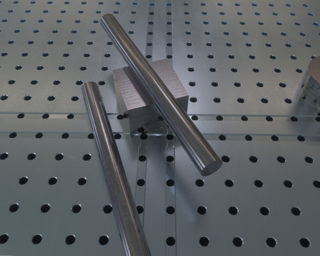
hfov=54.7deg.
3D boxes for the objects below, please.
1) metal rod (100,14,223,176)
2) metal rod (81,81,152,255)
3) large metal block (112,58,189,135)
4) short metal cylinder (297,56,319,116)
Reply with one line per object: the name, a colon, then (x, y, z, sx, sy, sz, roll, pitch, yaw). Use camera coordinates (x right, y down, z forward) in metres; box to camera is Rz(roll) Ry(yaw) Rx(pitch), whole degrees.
metal rod: (-0.015, -0.063, 0.395, 0.025, 0.025, 0.300, -21, 53, -17)
metal rod: (-0.055, 0.050, 0.365, 0.025, 0.025, 0.300, -15, 52, -12)
large metal block: (-0.014, -0.045, 0.429, 0.081, 0.050, 0.080, -15, 52, -12)
short metal cylinder: (0.246, -0.060, 0.444, 0.081, 0.050, 0.080, 0, 50, 0)
